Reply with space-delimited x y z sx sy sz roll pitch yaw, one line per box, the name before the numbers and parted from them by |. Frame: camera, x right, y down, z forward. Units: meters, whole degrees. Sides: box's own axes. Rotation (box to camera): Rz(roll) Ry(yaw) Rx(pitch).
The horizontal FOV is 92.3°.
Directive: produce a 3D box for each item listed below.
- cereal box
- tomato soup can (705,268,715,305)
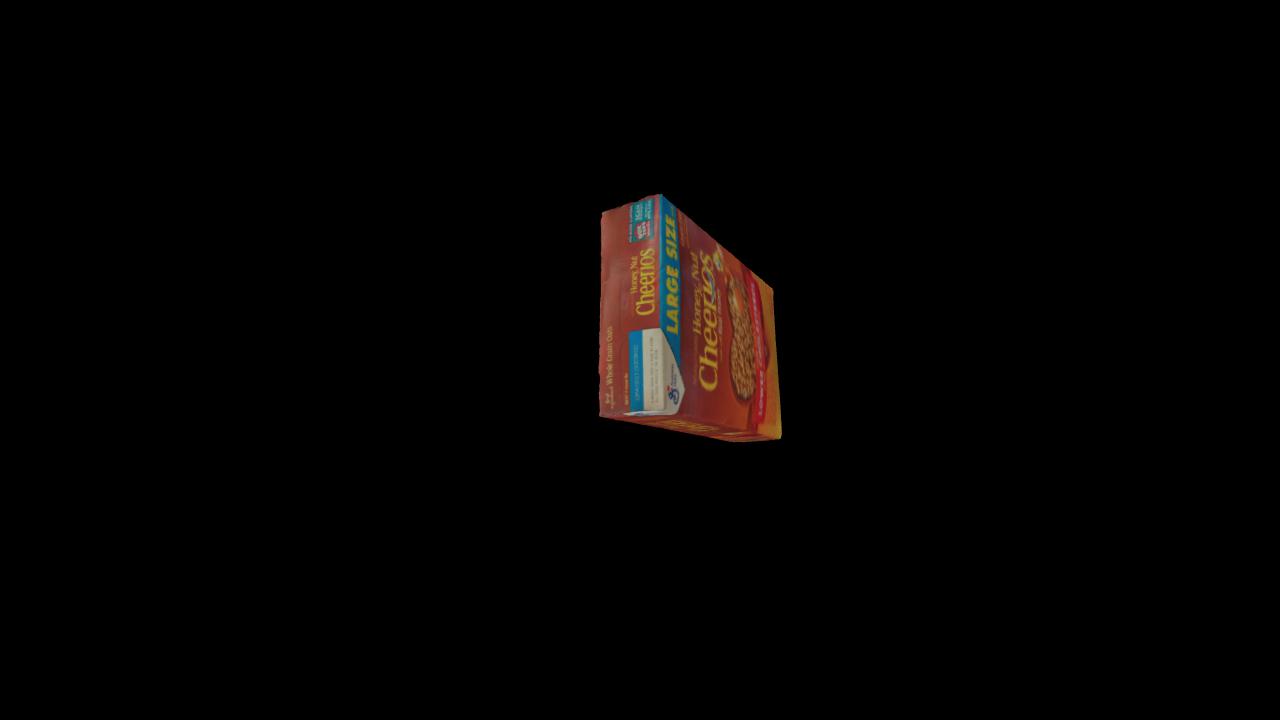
cereal box | 0.068 -0.022 0.673 0.081 0.203 0.306 -8 -16 30
tomato soup can | 0.041 -0.069 0.659 0.068 0.068 0.101 0 1 0
